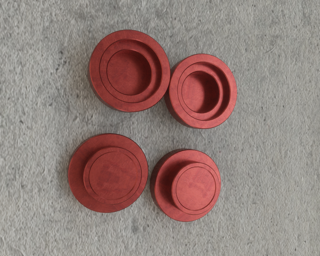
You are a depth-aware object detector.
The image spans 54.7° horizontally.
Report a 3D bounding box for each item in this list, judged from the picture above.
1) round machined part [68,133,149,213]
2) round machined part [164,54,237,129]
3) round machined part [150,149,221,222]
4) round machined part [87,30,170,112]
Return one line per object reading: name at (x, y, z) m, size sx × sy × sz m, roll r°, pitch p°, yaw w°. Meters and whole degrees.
round machined part at (-0.061, 0.055, 0.378) m, size 0.099 × 0.042 × 0.097 m, roll 0°, pitch 90°, yaw -20°
round machined part at (0.051, -0.047, 0.418) m, size 0.099 × 0.042 × 0.097 m, roll 0°, pitch 90°, yaw -20°
round machined part at (0.040, 0.077, 0.415) m, size 0.099 × 0.042 × 0.097 m, roll 0°, pitch 90°, yaw -20°
round machined part at (-0.040, -0.068, 0.385) m, size 0.099 × 0.042 × 0.097 m, roll 0°, pitch 90°, yaw -20°
